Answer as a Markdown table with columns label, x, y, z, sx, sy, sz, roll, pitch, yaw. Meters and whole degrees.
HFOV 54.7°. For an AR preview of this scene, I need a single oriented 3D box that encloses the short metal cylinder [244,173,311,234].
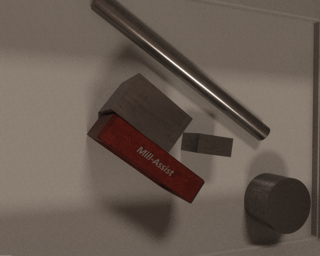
| label | x | y | z | sx | sy | sz | roll | pitch | yaw |
| --- | --- | --- | --- | --- | --- | --- | --- | --- | --- |
| short metal cylinder | 0.175 | 0.111 | 0.464 | 0.081 | 0.050 | 0.079 | 0 | 90 | -21 |

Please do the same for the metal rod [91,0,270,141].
| label | x | y | z | sx | sy | sz | roll | pitch | yaw |
| --- | --- | --- | --- | --- | --- | --- | --- | --- | --- |
| metal rod | 0.040 | -0.074 | 0.426 | 0.301 | 0.025 | 0.025 | 35 | 79 | -17 |

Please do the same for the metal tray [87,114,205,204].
| label | x | y | z | sx | sy | sz | roll | pitch | yaw |
| --- | --- | --- | --- | --- | --- | --- | --- | --- | --- |
| metal tray | -0.020 | 0.035 | 0.369 | 0.130 | 0.090 | 0.030 | 38 | 78 | -17 |

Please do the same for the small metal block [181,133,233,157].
| label | x | y | z | sx | sy | sz | roll | pitch | yaw |
| --- | --- | --- | --- | --- | --- | --- | --- | --- | --- |
| small metal block | 0.063 | 0.022 | 0.422 | 0.050 | 0.050 | 0.025 | 9 | 87 | -20 |

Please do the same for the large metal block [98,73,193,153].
| label | x | y | z | sx | sy | sz | roll | pitch | yaw |
| --- | --- | --- | --- | --- | --- | --- | --- | --- | --- |
| large metal block | -0.021 | -0.015 | 0.375 | 0.080 | 0.080 | 0.050 | 39 | 77 | -16 |
